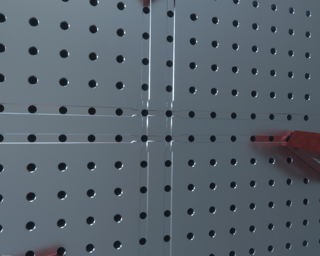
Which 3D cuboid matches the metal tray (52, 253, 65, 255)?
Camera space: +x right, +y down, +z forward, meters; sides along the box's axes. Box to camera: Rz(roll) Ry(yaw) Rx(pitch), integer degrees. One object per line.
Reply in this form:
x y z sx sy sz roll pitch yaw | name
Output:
-0.145 0.224 0.356 0.091 0.030 0.129 -10 94 -20 | metal tray

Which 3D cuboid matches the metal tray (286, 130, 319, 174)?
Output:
0.271 0.054 0.476 0.130 0.090 0.030 34 84 -17 | metal tray
